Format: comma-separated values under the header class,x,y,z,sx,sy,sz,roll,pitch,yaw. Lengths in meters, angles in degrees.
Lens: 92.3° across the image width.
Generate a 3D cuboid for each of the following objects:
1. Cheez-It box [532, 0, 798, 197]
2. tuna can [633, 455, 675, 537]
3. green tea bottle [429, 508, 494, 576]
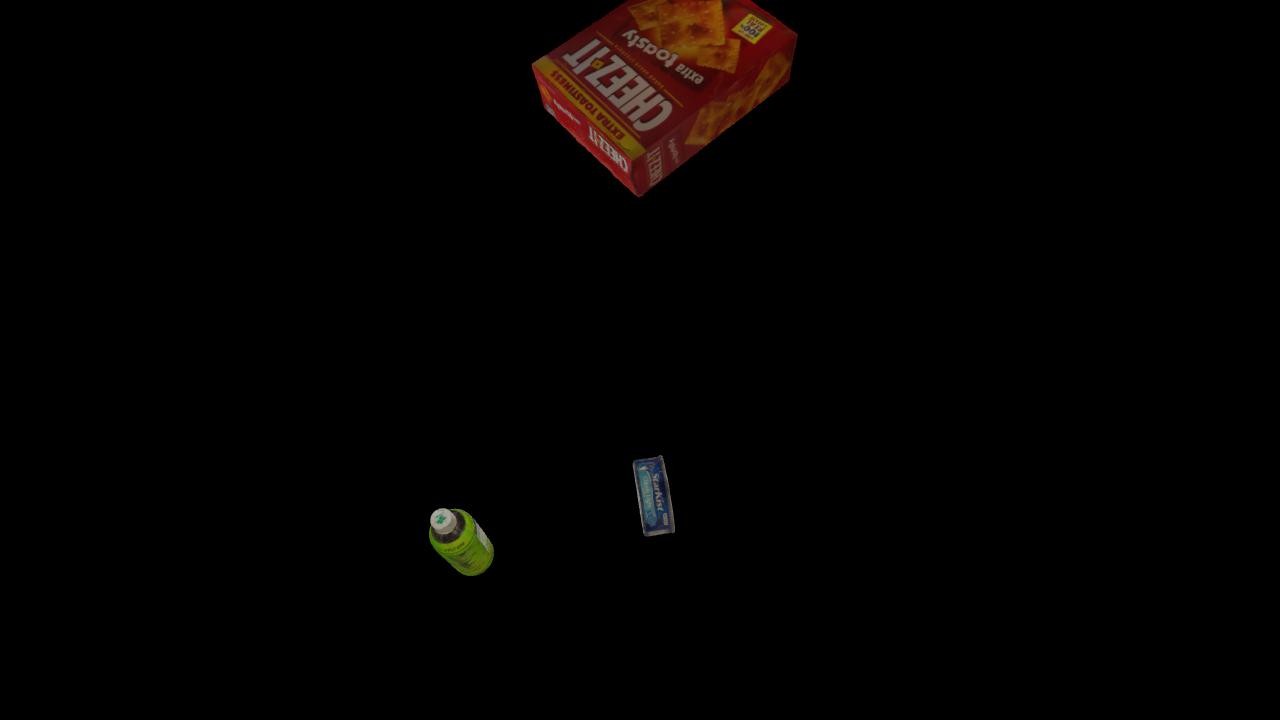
class,x,y,z,sx,sy,sz,roll,pitch,yaw
Cheez-It box,0.025,-0.300,0.645,0.223,0.166,0.071,-39,-19,-9
tuna can,0.014,0.147,0.668,0.034,0.084,0.084,-8,0,-3
green tea bottle,-0.279,0.276,0.950,0.073,0.073,0.212,0,-34,0
